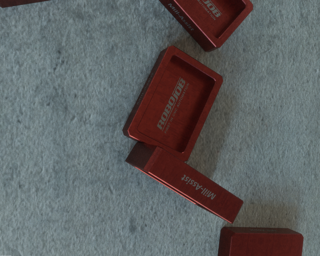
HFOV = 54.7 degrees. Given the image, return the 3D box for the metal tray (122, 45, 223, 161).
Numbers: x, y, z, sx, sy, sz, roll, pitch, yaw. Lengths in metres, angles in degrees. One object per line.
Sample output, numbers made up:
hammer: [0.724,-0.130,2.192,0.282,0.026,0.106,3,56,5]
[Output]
metal tray: [0.019,-0.031,0.414,0.090,0.030,0.130,28,81,-18]

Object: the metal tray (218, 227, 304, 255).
metal tray: [0.150,0.198,0.464,0.131,0.030,0.089,8,87,-20]

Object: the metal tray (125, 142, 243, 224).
metal tray: [0.028,0.066,0.385,0.130,0.090,0.030,34,79,-17]

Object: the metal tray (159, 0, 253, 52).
metal tray: [0.057,-0.183,0.428,0.130,0.030,0.090,44,76,-15]

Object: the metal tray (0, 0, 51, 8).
metal tray: [-0.158,-0.211,0.347,0.091,0.030,0.129,-19,97,-19]
